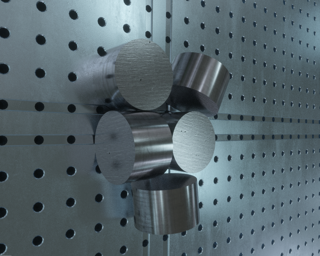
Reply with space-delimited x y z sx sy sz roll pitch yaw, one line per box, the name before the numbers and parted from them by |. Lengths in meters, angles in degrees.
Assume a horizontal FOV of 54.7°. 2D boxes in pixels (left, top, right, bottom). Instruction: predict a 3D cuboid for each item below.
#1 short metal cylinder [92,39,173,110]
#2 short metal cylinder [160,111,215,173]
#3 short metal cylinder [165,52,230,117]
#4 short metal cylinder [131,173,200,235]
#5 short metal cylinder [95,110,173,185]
short metal cylinder | -0.031 -0.060 0.366 0.081 0.050 0.079 0 91 -39
short metal cylinder | 0.029 0.018 0.417 0.081 0.050 0.079 -1 91 -40
short metal cylinder | 0.046 -0.055 0.412 0.080 0.080 0.050 35 68 -35
short metal cylinder | 0.007 0.089 0.378 0.081 0.080 0.050 -8 96 -40
short metal cylinder | -0.031 0.020 0.348 0.050 0.080 0.079 -3 92 -41
